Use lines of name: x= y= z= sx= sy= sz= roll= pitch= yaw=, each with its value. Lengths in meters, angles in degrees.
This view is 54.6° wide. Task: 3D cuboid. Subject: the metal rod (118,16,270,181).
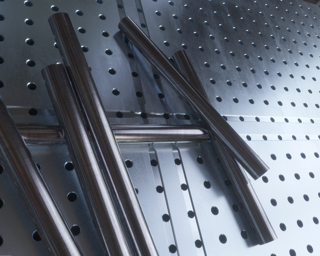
metal rod: x=0.039 y=-0.051 z=0.439 sx=0.025 sy=0.025 sz=0.300 roll=-28 pitch=71 yaw=-37

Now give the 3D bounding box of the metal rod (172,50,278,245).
metal rod: x=0.084 y=0.014 z=0.444 sx=0.025 sy=0.025 sz=0.299 roll=-9 pitch=66 yaw=-32

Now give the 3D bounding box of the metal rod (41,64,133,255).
metal rod: x=-0.061 y=0.071 z=0.310 sx=0.025 sy=0.025 sz=0.299 roll=-15 pitch=76 yaw=-34

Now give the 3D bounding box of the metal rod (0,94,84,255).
metal rod: x=-0.093 y=0.098 z=0.279 sx=0.025 sy=0.025 sz=0.299 roll=-25 pitch=81 yaw=-37

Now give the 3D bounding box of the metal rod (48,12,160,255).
metal rod: x=-0.062 y=0.011 z=0.337 sx=0.025 sy=0.025 sz=0.299 roll=-16 pitch=80 yaw=-34

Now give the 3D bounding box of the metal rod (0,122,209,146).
metal rod: x=-0.072 y=0.007 z=0.364 sx=0.302 sy=0.025 sz=0.025 roll=0 pitch=62 yaw=-28
